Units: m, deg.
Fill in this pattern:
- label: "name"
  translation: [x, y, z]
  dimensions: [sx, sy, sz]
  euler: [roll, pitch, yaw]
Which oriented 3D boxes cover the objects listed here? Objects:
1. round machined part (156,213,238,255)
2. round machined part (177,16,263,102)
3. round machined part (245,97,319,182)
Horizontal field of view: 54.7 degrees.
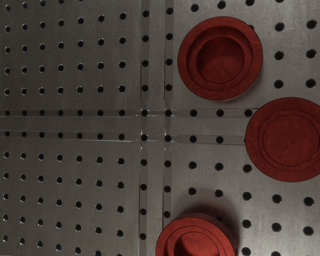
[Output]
- label: "round machined part"
  translation: [0.048, 0.154, 0.386]
  dimensions: [0.098, 0.042, 0.097]
  euler: [0, 90, 19]
- label: "round machined part"
  translation: [0.074, -0.081, 0.377]
  dimensions: [0.098, 0.042, 0.097]
  euler: [0, 90, 19]
- label: "round machined part"
  translation: [0.147, 0.013, 0.352]
  dimensions: [0.098, 0.042, 0.097]
  euler: [0, 90, 19]
